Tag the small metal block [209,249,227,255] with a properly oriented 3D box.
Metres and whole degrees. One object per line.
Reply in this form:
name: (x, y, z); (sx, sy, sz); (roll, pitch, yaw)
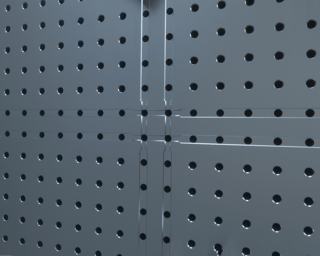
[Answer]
small metal block: (0.075, 0.183, 0.373); (0.025, 0.050, 0.050); (-33, 80, 17)
